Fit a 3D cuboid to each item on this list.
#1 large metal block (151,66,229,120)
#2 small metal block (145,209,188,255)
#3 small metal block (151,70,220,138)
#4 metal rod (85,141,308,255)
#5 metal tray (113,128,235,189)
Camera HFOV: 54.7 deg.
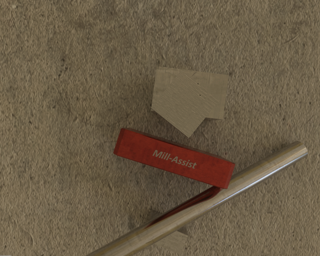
[{"bbox_3d":[0.033,-0.039,0.383,0.081,0.080,0.050,7,90,-1],"label":"large metal block"},{"bbox_3d":[0.006,0.131,0.398,0.050,0.050,0.025,23,90,-1],"label":"small metal block"},{"bbox_3d":[0.026,-0.025,0.330,0.050,0.025,0.050,39,90,-1],"label":"small metal block"},{"bbox_3d":[0.055,0.090,0.375,0.302,0.025,0.025,-25,90,-15],"label":"metal rod"},{"bbox_3d":[0.016,0.033,0.377,0.131,0.090,0.030,17,90,-1],"label":"metal tray"}]
